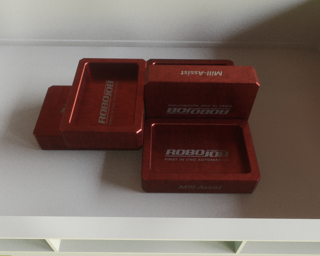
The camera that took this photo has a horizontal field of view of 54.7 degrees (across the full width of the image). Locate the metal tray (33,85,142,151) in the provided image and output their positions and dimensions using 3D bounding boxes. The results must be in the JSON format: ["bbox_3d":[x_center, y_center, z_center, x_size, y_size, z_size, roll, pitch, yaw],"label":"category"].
[{"bbox_3d":[-0.088,-0.015,0.409,0.131,0.030,0.090,0,50,0],"label":"metal tray"}]

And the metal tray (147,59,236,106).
[{"bbox_3d":[0.045,-0.061,0.452,0.131,0.030,0.090,1,50,0],"label":"metal tray"}]

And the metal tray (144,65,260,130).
[{"bbox_3d":[0.048,-0.034,0.389,0.131,0.089,0.030,1,50,0],"label":"metal tray"}]

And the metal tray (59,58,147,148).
[{"bbox_3d":[-0.064,-0.036,0.389,0.091,0.030,0.130,1,50,0],"label":"metal tray"}]

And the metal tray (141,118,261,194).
[{"bbox_3d":[0.045,0.032,0.374,0.131,0.030,0.090,1,50,0],"label":"metal tray"}]
